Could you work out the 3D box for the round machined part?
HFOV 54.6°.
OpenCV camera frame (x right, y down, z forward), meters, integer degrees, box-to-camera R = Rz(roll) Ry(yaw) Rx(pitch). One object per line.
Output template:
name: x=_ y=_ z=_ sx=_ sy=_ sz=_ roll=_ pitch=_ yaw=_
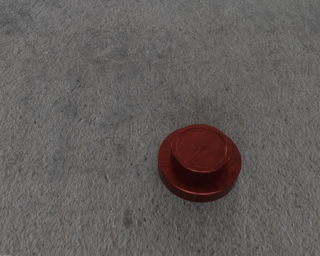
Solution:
round machined part: x=0.046 y=0.034 z=0.364 sx=0.099 sy=0.042 sz=0.098 roll=0 pitch=50 yaw=0
